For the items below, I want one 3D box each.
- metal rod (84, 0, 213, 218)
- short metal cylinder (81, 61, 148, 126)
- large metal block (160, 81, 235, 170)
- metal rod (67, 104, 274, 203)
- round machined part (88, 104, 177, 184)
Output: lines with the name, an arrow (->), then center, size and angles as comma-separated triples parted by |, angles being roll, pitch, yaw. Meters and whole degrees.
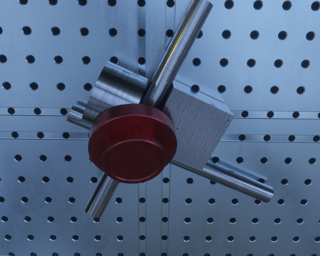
metal rod -> -0.019, -0.018, 0.386 | 0.025, 0.025, 0.298 | 27, 100, -10
short metal cylinder -> -0.054, -0.033, 0.371 | 0.050, 0.080, 0.080 | 24, 108, -9
large metal block -> 0.034, -0.005, 0.395 | 0.080, 0.050, 0.080 | 24, 108, -9
metal rod -> 0.021, 0.038, 0.427 | 0.302, 0.025, 0.025 | 23, 108, -9
round machined part -> -0.029, 0.024, 0.343 | 0.099, 0.042, 0.097 | -5, 130, -5
